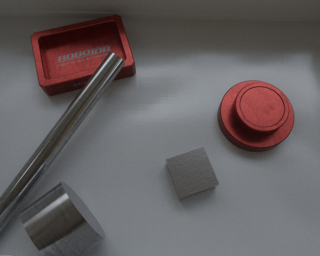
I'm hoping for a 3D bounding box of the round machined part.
[{"bbox_3d":[0.129,-0.021,0.410,0.099,0.042,0.098,0,70,-1],"label":"round machined part"}]

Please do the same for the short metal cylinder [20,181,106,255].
[{"bbox_3d":[-0.105,0.106,0.341,0.050,0.080,0.080,-38,75,-13],"label":"short metal cylinder"}]

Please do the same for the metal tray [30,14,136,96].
[{"bbox_3d":[-0.109,-0.105,0.444,0.131,0.030,0.090,-15,71,-6],"label":"metal tray"}]

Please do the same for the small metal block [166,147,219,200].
[{"bbox_3d":[0.039,0.057,0.389,0.050,0.025,0.050,-18,71,-7],"label":"small metal block"}]

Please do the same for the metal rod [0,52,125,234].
[{"bbox_3d":[-0.139,0.030,0.380,0.025,0.025,0.300,32,79,10],"label":"metal rod"}]
